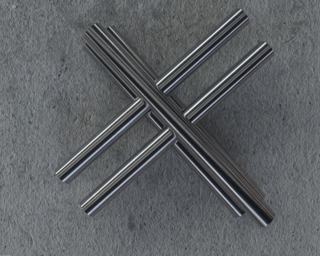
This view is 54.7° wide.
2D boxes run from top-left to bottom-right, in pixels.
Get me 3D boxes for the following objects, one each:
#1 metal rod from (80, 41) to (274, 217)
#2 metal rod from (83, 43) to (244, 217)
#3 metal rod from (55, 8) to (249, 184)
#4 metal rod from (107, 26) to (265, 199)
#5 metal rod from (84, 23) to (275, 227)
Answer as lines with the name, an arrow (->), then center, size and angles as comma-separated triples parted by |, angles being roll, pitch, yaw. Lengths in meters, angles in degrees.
metal rod -> 0.022, 0.001, 0.386 | 0.300, 0.025, 0.025 | -42, 91, -1
metal rod -> 0.009, -0.001, 0.411 | 0.025, 0.025, 0.300 | -42, 91, 0
metal rod -> -0.009, -0.040, 0.386 | 0.300, 0.025, 0.025 | -42, 91, -1
metal rod -> 0.030, -0.015, 0.411 | 0.025, 0.025, 0.300 | -42, 91, 0
metal rod -> 0.023, -0.003, 0.361 | 0.025, 0.025, 0.300 | -43, 91, 0
